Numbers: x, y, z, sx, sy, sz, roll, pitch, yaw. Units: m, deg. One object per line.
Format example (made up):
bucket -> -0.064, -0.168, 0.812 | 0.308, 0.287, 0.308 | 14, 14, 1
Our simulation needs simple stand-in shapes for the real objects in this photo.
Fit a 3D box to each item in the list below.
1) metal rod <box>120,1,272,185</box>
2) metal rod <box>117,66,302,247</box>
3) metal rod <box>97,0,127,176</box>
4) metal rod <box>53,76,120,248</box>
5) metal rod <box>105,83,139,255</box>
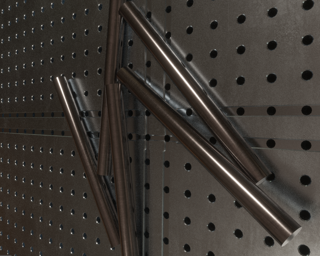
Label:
metal rod -> 0.030, -0.058, 0.383 | 0.025, 0.025, 0.299 | -48, 62, 29
metal rod -> 0.033, 0.009, 0.362 | 0.300, 0.025, 0.025 | 46, 117, 36
metal rod -> -0.072, -0.078, 0.465 | 0.025, 0.025, 0.298 | 8, 95, 39
metal rod -> -0.119, 0.043, 0.504 | 0.025, 0.025, 0.299 | -38, 67, 33
metal rod -> -0.051, 0.087, 0.439 | 0.025, 0.025, 0.298 | -7, 89, 39
